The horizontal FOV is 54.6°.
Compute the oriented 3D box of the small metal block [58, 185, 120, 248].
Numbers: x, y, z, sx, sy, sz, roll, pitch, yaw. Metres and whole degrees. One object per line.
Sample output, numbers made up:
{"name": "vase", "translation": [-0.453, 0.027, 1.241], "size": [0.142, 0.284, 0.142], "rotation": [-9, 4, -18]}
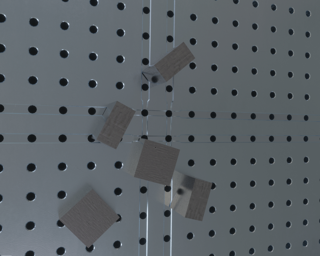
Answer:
{"name": "small metal block", "translation": [-0.087, 0.108, 0.381], "size": [0.050, 0.025, 0.050], "rotation": [-43, 104, -15]}

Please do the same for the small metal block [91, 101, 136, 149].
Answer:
{"name": "small metal block", "translation": [-0.058, -0.003, 0.378], "size": [0.025, 0.050, 0.050], "rotation": [29, 81, -18]}

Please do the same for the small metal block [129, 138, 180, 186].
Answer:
{"name": "small metal block", "translation": [-0.007, 0.045, 0.410], "size": [0.050, 0.025, 0.050], "rotation": [18, 84, -19]}

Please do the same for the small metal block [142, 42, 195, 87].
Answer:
{"name": "small metal block", "translation": [0.010, -0.081, 0.403], "size": [0.050, 0.050, 0.025], "rotation": [-41, 103, -15]}

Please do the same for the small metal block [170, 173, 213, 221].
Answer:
{"name": "small metal block", "translation": [0.041, 0.091, 0.414], "size": [0.025, 0.050, 0.050], "rotation": [18, 84, -19]}
